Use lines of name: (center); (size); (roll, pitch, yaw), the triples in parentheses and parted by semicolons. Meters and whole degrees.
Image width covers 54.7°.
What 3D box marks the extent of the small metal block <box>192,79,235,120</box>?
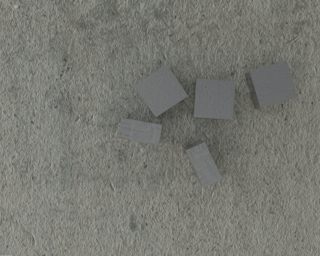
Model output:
small metal block: (0.070, -0.037, 0.410); (0.050, 0.025, 0.050); (4, 90, 0)

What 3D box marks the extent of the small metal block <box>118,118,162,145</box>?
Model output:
small metal block: (-0.024, 0.004, 0.397); (0.050, 0.050, 0.025); (10, 90, 0)

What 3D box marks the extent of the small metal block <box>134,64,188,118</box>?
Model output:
small metal block: (0.002, -0.048, 0.410); (0.050, 0.025, 0.050); (-34, 90, 0)

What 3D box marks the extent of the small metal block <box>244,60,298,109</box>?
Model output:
small metal block: (0.146, -0.056, 0.411); (0.050, 0.025, 0.050); (-16, 90, 0)

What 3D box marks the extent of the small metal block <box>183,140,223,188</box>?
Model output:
small metal block: (0.053, 0.044, 0.398); (0.025, 0.050, 0.050); (-25, 90, 0)
